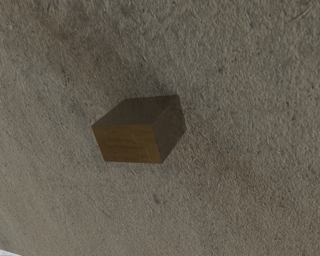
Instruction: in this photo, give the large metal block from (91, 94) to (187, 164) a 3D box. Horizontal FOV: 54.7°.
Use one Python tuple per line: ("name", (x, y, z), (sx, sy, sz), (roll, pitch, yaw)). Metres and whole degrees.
("large metal block", (-0.022, 0.000, 0.383), (0.080, 0.080, 0.050), (-1, 118, 28))
